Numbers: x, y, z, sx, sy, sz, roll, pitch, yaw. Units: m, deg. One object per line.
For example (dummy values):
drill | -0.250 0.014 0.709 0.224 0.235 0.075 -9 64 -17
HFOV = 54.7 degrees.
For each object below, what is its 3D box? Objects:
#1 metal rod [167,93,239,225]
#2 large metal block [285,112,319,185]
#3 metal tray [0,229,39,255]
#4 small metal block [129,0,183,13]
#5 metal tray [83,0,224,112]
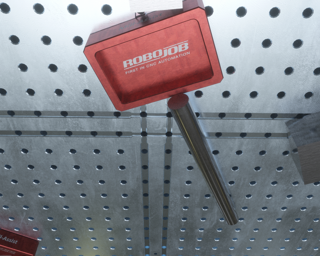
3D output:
metal rod | 0.074 0.066 0.448 0.025 0.025 0.299 -17 135 13
large metal block | 0.223 0.024 0.417 0.080 0.050 0.080 -18 128 14
metal tray | -0.319 0.234 0.604 0.131 0.030 0.090 30 124 -23
small metal block | -0.006 -0.140 0.292 0.050 0.025 0.050 -4 130 3
metal tray | -0.005 -0.076 0.342 0.130 0.030 0.090 -15 129 12
